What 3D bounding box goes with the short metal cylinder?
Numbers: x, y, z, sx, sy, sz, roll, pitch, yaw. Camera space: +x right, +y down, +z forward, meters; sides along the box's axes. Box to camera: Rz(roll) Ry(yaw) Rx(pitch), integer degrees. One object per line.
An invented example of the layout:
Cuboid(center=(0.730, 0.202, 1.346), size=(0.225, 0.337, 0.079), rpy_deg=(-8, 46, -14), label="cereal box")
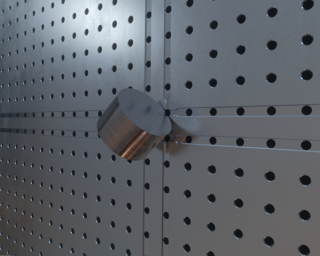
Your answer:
Cuboid(center=(-0.033, -0.005, 0.398), size=(0.050, 0.081, 0.080), rpy_deg=(-48, 62, 29), label="short metal cylinder")
